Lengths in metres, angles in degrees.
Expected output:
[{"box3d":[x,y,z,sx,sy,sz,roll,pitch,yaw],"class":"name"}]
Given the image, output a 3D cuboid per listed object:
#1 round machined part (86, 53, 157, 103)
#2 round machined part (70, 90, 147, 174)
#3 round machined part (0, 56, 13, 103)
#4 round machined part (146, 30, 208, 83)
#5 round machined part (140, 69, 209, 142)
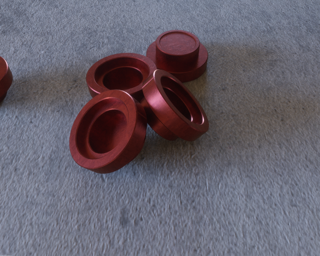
[{"box3d":[-0.051,-0.062,0.440,0.099,0.042,0.098,-2,47,3],"class":"round machined part"},{"box3d":[-0.056,0.007,0.366,0.098,0.042,0.098,-15,60,27],"class":"round machined part"},{"box3d":[-0.260,-0.061,0.440,0.099,0.042,0.098,0,50,0],"class":"round machined part"},{"box3d":[0.027,-0.120,0.493,0.099,0.042,0.098,0,50,0],"class":"round machined part"},{"box3d":[0.013,-0.023,0.389,0.042,0.098,0.098,-40,47,25],"class":"round machined part"}]
